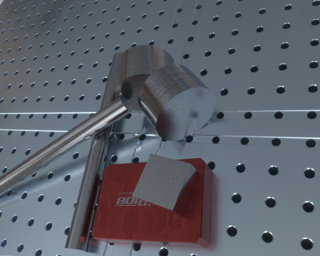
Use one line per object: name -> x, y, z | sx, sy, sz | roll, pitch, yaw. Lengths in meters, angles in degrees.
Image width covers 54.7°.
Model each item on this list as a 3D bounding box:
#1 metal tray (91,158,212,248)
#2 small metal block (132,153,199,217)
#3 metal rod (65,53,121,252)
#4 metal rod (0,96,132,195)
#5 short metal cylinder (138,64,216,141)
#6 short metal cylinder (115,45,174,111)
metal tray -> -0.009, 0.085, 0.356 | 0.130, 0.030, 0.090 | -7, 59, 24
small metal block -> 0.006, 0.059, 0.328 | 0.050, 0.025, 0.050 | 11, 67, 32
metal rod -> -0.083, 0.015, 0.440 | 0.025, 0.025, 0.299 | -6, 59, 25
metal rod -> -0.168, 0.043, 0.446 | 0.300, 0.025, 0.025 | -31, 52, 15
short metal cylinder -> 0.020, -0.030, 0.380 | 0.080, 0.080, 0.050 | -37, 51, 3
short metal cylinder -> -0.019, -0.066, 0.422 | 0.080, 0.080, 0.050 | -15, 56, 20
